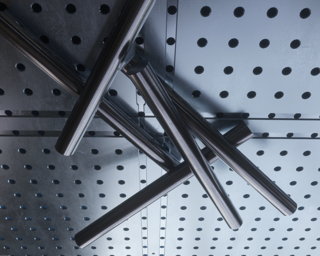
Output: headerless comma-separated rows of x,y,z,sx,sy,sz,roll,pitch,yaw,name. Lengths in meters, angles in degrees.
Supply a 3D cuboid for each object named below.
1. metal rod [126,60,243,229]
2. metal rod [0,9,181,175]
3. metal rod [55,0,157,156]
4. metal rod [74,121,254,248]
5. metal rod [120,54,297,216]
0.046,0.042,0.394,0.025,0.025,0.299,-22,126,17,metal rod
-0.069,-0.024,0.390,0.025,0.025,0.300,-32,124,24,metal rod
-0.044,-0.083,0.318,0.025,0.025,0.298,24,119,-19,metal rod
-0.001,0.086,0.443,0.300,0.025,0.025,-35,123,11,metal rod
0.073,0.020,0.392,0.300,0.025,0.025,41,120,-17,metal rod
